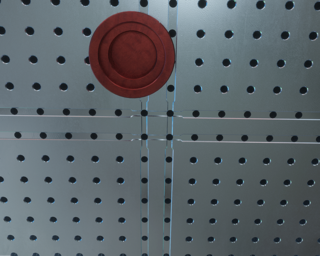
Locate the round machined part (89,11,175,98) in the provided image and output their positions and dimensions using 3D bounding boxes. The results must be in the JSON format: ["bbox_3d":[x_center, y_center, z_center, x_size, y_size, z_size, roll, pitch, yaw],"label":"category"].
[{"bbox_3d":[-0.032,-0.088,0.372,0.099,0.042,0.097,0,110,0],"label":"round machined part"}]
